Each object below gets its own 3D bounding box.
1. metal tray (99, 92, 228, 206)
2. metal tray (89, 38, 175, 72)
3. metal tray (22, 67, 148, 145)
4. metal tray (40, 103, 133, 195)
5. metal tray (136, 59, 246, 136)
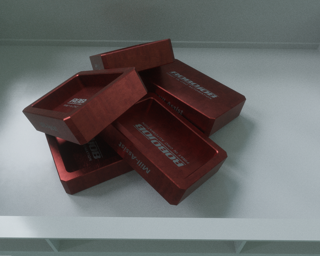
[{"bbox_3d":[0.002,0.016,0.359,0.130,0.030,0.091,41,42,21],"label":"metal tray"},{"bbox_3d":[-0.045,-0.098,0.437,0.091,0.030,0.130,-18,17,-15],"label":"metal tray"},{"bbox_3d":[-0.087,-0.029,0.341,0.090,0.030,0.130,-43,31,-27],"label":"metal tray"},{"bbox_3d":[-0.093,0.009,0.392,0.091,0.030,0.130,-20,53,-17],"label":"metal tray"},{"bbox_3d":[0.039,-0.047,0.426,0.130,0.030,0.091,35,41,25],"label":"metal tray"}]
